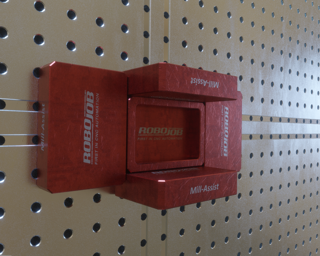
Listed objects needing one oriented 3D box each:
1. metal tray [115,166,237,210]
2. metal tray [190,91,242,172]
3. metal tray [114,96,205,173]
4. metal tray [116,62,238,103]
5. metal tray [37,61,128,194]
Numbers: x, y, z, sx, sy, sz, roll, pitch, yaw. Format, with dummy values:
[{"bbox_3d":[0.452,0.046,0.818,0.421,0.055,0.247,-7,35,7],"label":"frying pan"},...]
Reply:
[{"bbox_3d":[0.022,0.068,0.386,0.131,0.090,0.030,1,90,-40],"label":"metal tray"},{"bbox_3d":[0.088,0.005,0.480,0.091,0.030,0.129,1,89,-41],"label":"metal tray"},{"bbox_3d":[0.004,0.008,0.408,0.131,0.030,0.089,1,90,-40],"label":"metal tray"},{"bbox_3d":[0.023,-0.052,0.388,0.131,0.090,0.030,1,90,-40],"label":"metal tray"},{"bbox_3d":[-0.082,0.000,0.338,0.091,0.030,0.129,1,89,-40],"label":"metal tray"}]
